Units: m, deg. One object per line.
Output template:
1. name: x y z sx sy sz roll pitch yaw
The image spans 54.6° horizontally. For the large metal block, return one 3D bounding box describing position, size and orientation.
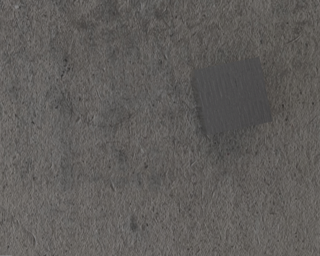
1. large metal block: 0.088 -0.039 0.398 0.080 0.050 0.080 -12 90 0
